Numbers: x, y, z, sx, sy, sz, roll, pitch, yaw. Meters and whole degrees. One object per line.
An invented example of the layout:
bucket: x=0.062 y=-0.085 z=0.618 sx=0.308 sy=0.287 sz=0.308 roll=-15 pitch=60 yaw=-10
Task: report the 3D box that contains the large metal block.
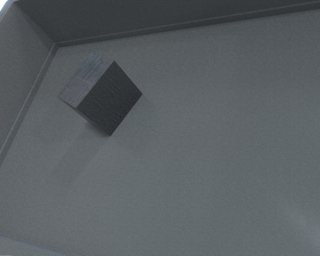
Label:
large metal block: x=-0.084 y=-0.048 z=0.445 sx=0.050 sy=0.080 sz=0.080 roll=28 pitch=77 yaw=37
